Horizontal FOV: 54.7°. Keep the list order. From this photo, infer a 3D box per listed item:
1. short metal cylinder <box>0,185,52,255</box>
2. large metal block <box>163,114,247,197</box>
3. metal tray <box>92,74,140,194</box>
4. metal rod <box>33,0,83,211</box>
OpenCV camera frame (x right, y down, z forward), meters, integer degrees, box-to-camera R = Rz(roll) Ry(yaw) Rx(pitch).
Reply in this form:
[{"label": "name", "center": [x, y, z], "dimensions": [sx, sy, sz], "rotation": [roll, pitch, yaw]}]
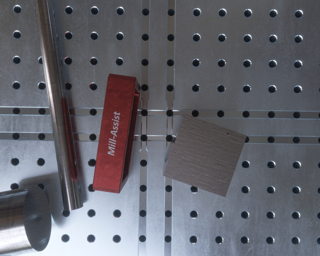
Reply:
[{"label": "short metal cylinder", "center": [-0.175, 0.116, 0.384], "dimensions": [0.050, 0.080, 0.080], "rotation": [-11, 90, 0]}, {"label": "large metal block", "center": [0.055, 0.033, 0.401], "dimensions": [0.080, 0.050, 0.080], "rotation": [19, 90, 0]}, {"label": "metal tray", "center": [-0.050, 0.006, 0.380], "dimensions": [0.030, 0.090, 0.129], "rotation": [8, 90, 0]}, {"label": "metal rod", "center": [-0.136, -0.041, 0.412], "dimensions": [0.025, 0.025, 0.298], "rotation": [-8, 90, 0]}]
